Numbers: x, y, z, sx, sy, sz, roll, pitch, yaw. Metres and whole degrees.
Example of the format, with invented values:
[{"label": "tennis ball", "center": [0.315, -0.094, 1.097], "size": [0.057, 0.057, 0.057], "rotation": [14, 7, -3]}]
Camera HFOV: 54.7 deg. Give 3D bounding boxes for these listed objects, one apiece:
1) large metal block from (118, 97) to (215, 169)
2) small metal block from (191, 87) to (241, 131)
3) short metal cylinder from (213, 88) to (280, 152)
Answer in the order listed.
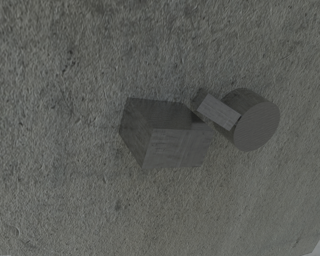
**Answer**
[{"label": "large metal block", "center": [0.005, 0.005, 0.377], "size": [0.081, 0.080, 0.050], "rotation": [3, 117, -30]}, {"label": "small metal block", "center": [0.071, -0.026, 0.403], "size": [0.050, 0.050, 0.025], "rotation": [31, 102, -11]}, {"label": "short metal cylinder", "center": [0.126, -0.012, 0.452], "size": [0.081, 0.050, 0.079], "rotation": [-14, 125, -21]}]
